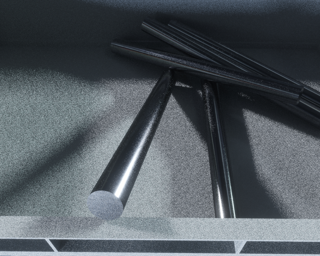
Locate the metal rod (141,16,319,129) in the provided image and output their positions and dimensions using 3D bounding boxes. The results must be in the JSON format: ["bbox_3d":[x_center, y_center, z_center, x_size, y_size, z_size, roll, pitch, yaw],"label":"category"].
[{"bbox_3d":[0.101,-0.085,0.450,0.301,0.025,0.025,32,57,14],"label":"metal rod"}]

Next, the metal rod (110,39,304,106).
[{"bbox_3d":[0.049,-0.089,0.451,0.300,0.025,0.025,22,53,27],"label":"metal rod"}]

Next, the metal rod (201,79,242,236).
[{"bbox_3d":[0.073,-0.009,0.413,0.025,0.025,0.300,1,50,0],"label":"metal rod"}]

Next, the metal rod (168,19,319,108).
[{"bbox_3d":[0.140,-0.087,0.458,0.300,0.025,0.025,32,57,15],"label":"metal rod"}]

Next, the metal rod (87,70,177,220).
[{"bbox_3d":[-0.011,-0.013,0.339,0.025,0.025,0.301,9,27,7],"label":"metal rod"}]
